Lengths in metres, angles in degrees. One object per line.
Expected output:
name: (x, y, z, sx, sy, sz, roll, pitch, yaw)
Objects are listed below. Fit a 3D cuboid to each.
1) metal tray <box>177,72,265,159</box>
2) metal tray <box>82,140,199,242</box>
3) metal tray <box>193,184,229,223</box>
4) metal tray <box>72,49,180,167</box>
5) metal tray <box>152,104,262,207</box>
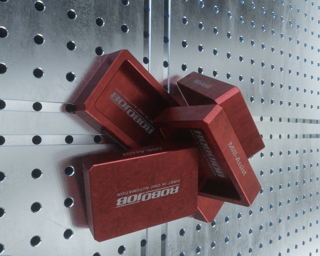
metal tray: (0.075, -0.021, 0.406, 0.030, 0.130, 0.090, -33, 114, -5)
metal tray: (-0.018, 0.070, 0.361, 0.131, 0.030, 0.089, -8, 106, -25)
metal tray: (0.079, 0.065, 0.473, 0.130, 0.030, 0.090, -49, 119, -29)
metal tray: (-0.030, -0.020, 0.382, 0.130, 0.030, 0.090, 43, 64, -32)
metal tray: (0.057, 0.034, 0.377, 0.030, 0.090, 0.130, -46, 118, -30)
